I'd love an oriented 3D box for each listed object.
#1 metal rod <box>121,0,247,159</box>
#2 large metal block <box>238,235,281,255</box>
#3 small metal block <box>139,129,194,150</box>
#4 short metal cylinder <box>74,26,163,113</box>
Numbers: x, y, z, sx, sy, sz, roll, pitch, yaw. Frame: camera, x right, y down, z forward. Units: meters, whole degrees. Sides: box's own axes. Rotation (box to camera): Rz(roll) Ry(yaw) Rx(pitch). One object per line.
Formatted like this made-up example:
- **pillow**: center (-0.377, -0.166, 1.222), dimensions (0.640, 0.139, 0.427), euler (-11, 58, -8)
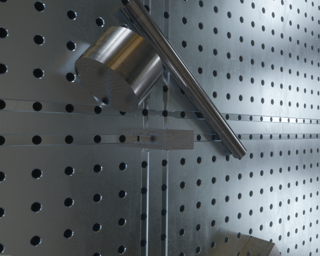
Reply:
- **metal rod**: center (0.049, -0.056, 0.452), dimensions (0.300, 0.025, 0.025), euler (48, 61, -29)
- **large metal block**: center (0.174, 0.253, 0.543), dimensions (0.080, 0.050, 0.080), euler (-43, 116, -32)
- **small metal block**: center (0.008, 0.014, 0.402), dimensions (0.050, 0.050, 0.025), euler (2, 89, -40)
- **short metal cylinder**: center (-0.044, -0.062, 0.338), dimensions (0.080, 0.080, 0.050), euler (49, 61, -29)
